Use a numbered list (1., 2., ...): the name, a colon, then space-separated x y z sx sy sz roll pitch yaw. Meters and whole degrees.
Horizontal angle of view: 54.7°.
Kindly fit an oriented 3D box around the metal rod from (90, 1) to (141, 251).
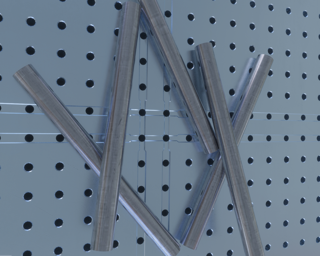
1. metal rod: -0.051 -0.010 0.375 0.025 0.025 0.299 9 80 -20

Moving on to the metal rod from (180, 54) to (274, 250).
1. metal rod: 0.100 0.028 0.451 0.025 0.025 0.299 27 81 -18

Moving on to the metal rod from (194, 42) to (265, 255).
1. metal rod: 0.094 0.029 0.423 0.025 0.025 0.298 -11 85 -20

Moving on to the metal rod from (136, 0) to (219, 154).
1. metal rod: 0.013 -0.102 0.418 0.025 0.025 0.299 -28 100 -18

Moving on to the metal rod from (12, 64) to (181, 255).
1. metal rod: -0.070 0.051 0.387 0.025 0.025 0.299 -41 103 -16
